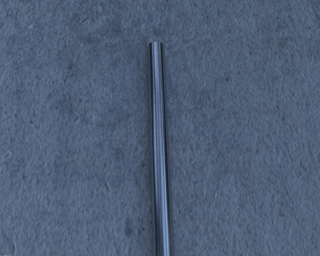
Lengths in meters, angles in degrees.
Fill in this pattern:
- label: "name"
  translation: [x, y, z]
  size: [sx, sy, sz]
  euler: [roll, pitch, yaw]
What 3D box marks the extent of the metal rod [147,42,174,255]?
- label: "metal rod"
  translation: [-0.001, 0.022, 0.400]
  size: [0.025, 0.025, 0.299]
  euler: [-2, 70, -1]
